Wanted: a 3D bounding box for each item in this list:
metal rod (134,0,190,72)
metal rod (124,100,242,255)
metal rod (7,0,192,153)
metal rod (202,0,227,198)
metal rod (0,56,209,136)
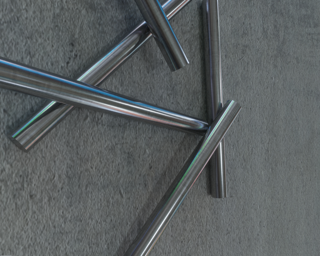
[{"bbox_3d":[-0.045,-0.202,0.345,0.025,0.025,0.299,-39,108,-33],"label":"metal rod"},{"bbox_3d":[0.026,0.080,0.408,0.025,0.025,0.300,48,67,-29],"label":"metal rod"},{"bbox_3d":[-0.049,-0.087,0.363,0.301,0.025,0.025,-50,120,-28],"label":"metal rod"},{"bbox_3d":[0.084,-0.043,0.474,0.025,0.025,0.298,-6,94,-40],"label":"metal rod"},{"bbox_3d":[-0.040,-0.024,0.346,0.302,0.025,0.025,13,82,-47],"label":"metal rod"}]
